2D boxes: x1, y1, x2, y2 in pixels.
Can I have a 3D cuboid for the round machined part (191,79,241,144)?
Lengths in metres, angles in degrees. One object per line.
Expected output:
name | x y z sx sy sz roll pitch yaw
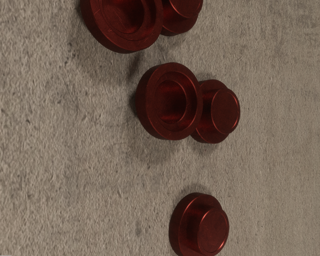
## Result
round machined part | 0.084 -0.025 0.467 0.099 0.042 0.097 0 90 -40

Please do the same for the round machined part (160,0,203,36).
round machined part | 0.020 -0.176 0.412 0.099 0.042 0.097 0 90 -40

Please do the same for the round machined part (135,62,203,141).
round machined part | 0.007 -0.033 0.402 0.099 0.042 0.097 0 90 -40

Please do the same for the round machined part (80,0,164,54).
round machined part | -0.047 -0.134 0.355 0.099 0.042 0.097 0 91 -40

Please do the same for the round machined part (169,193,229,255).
round machined part | 0.063 0.146 0.450 0.099 0.042 0.097 0 90 -40
